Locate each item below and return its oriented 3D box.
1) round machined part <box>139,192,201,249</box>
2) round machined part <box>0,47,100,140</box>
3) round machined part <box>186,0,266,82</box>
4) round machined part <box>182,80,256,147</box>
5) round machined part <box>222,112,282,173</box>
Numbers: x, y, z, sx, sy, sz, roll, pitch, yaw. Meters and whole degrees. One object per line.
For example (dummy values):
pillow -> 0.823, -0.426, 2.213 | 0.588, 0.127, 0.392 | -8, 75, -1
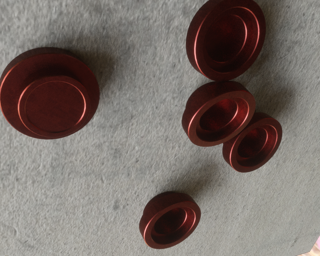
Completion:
round machined part -> 0.012, 0.141, 0.492 | 0.099, 0.042, 0.097 | -14, 125, -21
round machined part -> -0.110, -0.029, 0.318 | 0.099, 0.042, 0.097 | -14, 125, -21
round machined part -> 0.074, -0.109, 0.371 | 0.099, 0.042, 0.097 | -14, 124, -21
round machined part -> 0.074, -0.024, 0.414 | 0.099, 0.042, 0.097 | -16, 138, -15
round machined part -> 0.139, 0.018, 0.486 | 0.099, 0.042, 0.097 | -14, 125, -21
